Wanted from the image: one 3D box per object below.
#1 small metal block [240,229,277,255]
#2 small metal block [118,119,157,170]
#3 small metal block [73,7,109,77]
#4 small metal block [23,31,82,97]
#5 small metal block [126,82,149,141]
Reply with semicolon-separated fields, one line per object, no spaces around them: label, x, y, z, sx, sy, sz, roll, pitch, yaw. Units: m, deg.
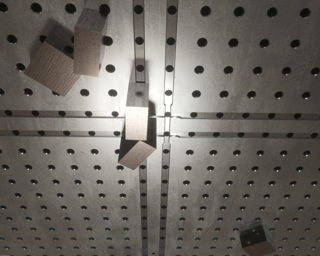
small metal block;0.193;0.228;0.609;0.050;0.025;0.050;-28;125;21
small metal block;-0.030;0.019;0.411;0.025;0.050;0.050;30;124;-23
small metal block;-0.071;-0.088;0.319;0.025;0.050;0.050;9;130;-8
small metal block;-0.116;-0.071;0.350;0.050;0.025;0.050;32;123;-25
small metal block;-0.027;-0.020;0.378;0.025;0.050;0.050;3;130;-3
